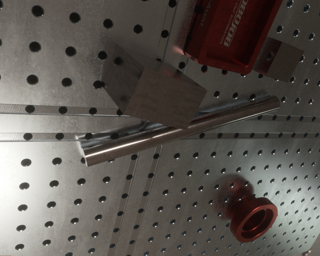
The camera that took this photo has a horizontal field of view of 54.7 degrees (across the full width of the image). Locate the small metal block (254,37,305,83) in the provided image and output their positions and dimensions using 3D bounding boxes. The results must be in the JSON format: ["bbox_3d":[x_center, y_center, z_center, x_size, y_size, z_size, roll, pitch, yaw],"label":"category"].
[{"bbox_3d":[0.172,-0.097,0.448,0.050,0.025,0.050,8,115,-32],"label":"small metal block"}]

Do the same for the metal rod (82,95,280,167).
[{"bbox_3d":[0.043,-0.001,0.435,0.302,0.025,0.025,-15,125,-20],"label":"metal rod"}]

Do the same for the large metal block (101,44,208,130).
[{"bbox_3d":[-0.009,-0.045,0.344,0.081,0.080,0.050,14,111,-34],"label":"large metal block"}]

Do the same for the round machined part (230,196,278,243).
[{"bbox_3d":[0.178,0.174,0.608,0.099,0.042,0.097,-14,125,-21],"label":"round machined part"}]

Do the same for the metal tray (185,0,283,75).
[{"bbox_3d":[0.095,-0.136,0.376,0.091,0.030,0.129,6,116,-31],"label":"metal tray"}]
